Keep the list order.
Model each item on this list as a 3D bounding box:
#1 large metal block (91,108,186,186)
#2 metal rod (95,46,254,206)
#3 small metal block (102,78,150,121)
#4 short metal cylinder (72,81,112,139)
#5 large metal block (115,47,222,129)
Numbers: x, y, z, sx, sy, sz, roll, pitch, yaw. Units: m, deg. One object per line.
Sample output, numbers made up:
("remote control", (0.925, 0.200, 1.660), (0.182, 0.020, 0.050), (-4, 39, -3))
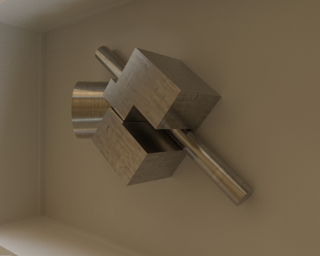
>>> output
("large metal block", (-0.024, 0.021, 0.388), (0.080, 0.081, 0.050), (47, 118, 29))
("metal rod", (0.001, -0.020, 0.403), (0.300, 0.025, 0.025), (47, 118, 29))
("small metal block", (-0.034, -0.034, 0.385), (0.050, 0.050, 0.025), (48, 119, 29))
("short metal cylinder", (-0.086, -0.025, 0.430), (0.050, 0.080, 0.079), (1, 91, 0))
("large metal block", (0.010, -0.044, 0.360), (0.080, 0.081, 0.050), (48, 118, 29))
